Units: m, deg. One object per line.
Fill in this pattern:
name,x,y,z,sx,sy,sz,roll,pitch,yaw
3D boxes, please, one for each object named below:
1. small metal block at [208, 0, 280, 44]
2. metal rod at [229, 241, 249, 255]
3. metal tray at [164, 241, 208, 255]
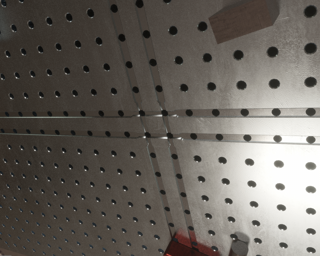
small metal block,0.079,-0.104,0.288,0.050,0.050,0.025,-12,112,33
metal rod,0.112,0.302,0.538,0.025,0.025,0.298,16,125,19
metal tray,0.047,0.266,0.545,0.090,0.030,0.129,18,126,17
